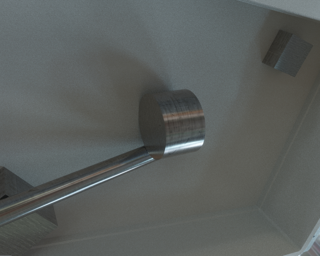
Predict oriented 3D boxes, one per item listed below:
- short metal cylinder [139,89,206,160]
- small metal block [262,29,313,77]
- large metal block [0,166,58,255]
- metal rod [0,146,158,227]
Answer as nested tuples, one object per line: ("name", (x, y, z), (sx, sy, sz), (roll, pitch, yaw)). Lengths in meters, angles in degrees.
("short metal cylinder", (0.012, -0.005, 0.378), (0.050, 0.080, 0.079), (-10, 123, -24))
("small metal block", (0.184, -0.107, 0.446), (0.050, 0.025, 0.050), (12, 112, -34))
("large metal block", (-0.181, 0.105, 0.359), (0.080, 0.050, 0.080), (-39, 130, -3))
("metal rod", (-0.090, 0.060, 0.354), (0.302, 0.025, 0.025), (-19, 127, -34))
